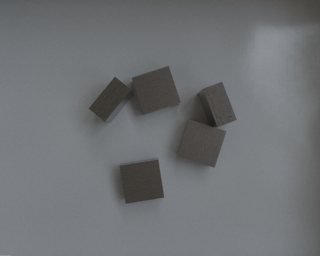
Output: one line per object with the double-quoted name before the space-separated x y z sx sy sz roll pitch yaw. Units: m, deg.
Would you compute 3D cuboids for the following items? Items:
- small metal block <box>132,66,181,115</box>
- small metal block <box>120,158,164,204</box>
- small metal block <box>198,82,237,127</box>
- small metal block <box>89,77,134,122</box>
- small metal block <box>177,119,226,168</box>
"small metal block" -0.005 -0.049 0.411 0.050 0.025 0.050 -18 90 -1
"small metal block" -0.023 0.069 0.411 0.050 0.025 0.050 -9 90 -1
"small metal block" 0.072 -0.029 0.400 0.025 0.050 0.050 -21 90 0
"small metal block" -0.060 -0.035 0.398 0.025 0.050 0.050 39 90 -1
"small metal block" 0.054 0.020 0.412 0.050 0.025 0.050 18 90 -1
